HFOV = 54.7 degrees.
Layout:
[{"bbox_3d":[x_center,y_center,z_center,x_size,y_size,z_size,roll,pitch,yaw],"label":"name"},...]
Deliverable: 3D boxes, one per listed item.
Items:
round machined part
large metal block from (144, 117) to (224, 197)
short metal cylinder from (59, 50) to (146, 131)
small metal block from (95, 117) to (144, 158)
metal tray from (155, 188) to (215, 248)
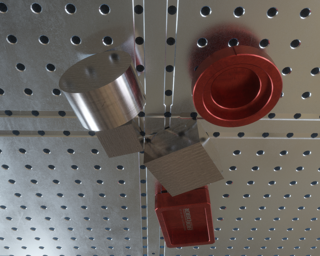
[{"bbox_3d":[0.085,-0.051,0.359,0.099,0.042,0.097,-1,130,0],"label":"round machined part"},{"bbox_3d":[0.033,0.042,0.432,0.080,0.050,0.080,-23,127,18],"label":"large metal block"},{"bbox_3d":[-0.061,-0.042,0.339,0.080,0.080,0.050,-12,129,9],"label":"short metal cylinder"},{"bbox_3d":[-0.053,0.010,0.420,0.050,0.025,0.050,-12,129,9],"label":"small metal block"},{"bbox_3d":[0.047,0.163,0.547,0.090,0.030,0.129,-8,130,6],"label":"metal tray"}]
